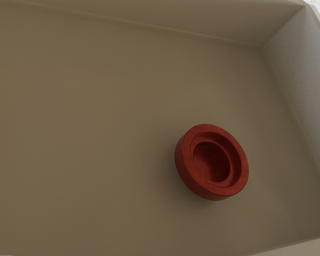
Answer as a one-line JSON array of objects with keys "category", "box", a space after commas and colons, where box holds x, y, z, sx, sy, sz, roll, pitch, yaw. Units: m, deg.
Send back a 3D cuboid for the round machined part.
[{"category": "round machined part", "box": [0.062, 0.047, 0.401, 0.099, 0.042, 0.098, 14, 56, -21]}]
